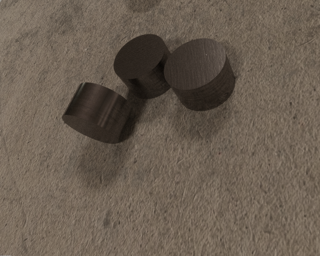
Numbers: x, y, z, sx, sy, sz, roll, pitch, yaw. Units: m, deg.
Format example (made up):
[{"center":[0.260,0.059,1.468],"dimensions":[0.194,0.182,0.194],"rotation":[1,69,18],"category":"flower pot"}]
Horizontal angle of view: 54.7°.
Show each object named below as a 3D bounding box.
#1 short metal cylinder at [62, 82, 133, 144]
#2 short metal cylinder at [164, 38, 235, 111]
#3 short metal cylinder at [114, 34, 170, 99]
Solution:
[{"center":[-0.085,-0.019,0.423],"dimensions":[0.080,0.080,0.050],"rotation":[9,66,32],"category":"short metal cylinder"},{"center":[0.052,-0.069,0.402],"dimensions":[0.080,0.050,0.080],"rotation":[-13,56,20],"category":"short metal cylinder"},{"center":[-0.020,-0.089,0.451],"dimensions":[0.080,0.050,0.080],"rotation":[-13,56,20],"category":"short metal cylinder"}]
